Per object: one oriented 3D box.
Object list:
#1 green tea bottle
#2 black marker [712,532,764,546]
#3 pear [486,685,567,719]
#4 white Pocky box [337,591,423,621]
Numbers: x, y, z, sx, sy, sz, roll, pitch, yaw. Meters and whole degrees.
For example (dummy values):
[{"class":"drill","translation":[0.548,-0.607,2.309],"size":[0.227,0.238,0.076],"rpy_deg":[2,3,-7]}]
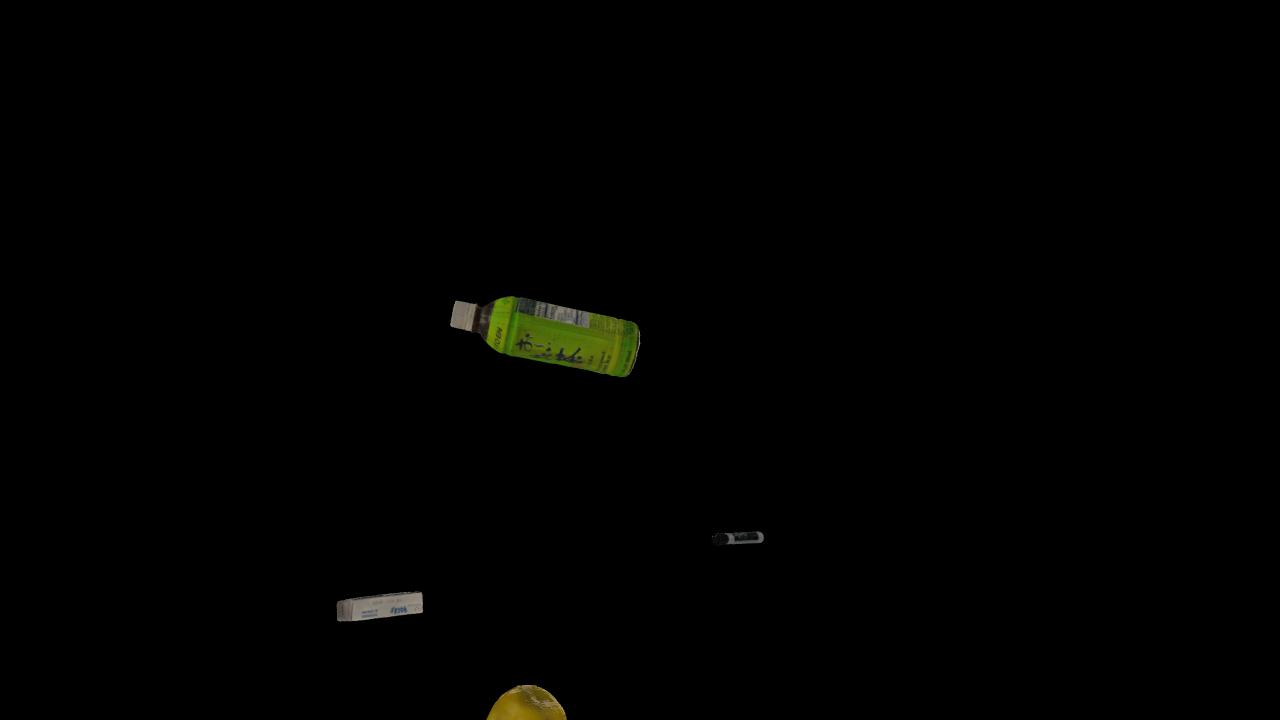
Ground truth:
[{"class":"green tea bottle","translation":[-0.109,-0.032,0.713],"size":[0.212,0.073,0.073],"rpy_deg":[13,-3,-13]},{"class":"black marker","translation":[0.158,0.288,0.994],"size":[0.121,0.020,0.020],"rpy_deg":[13,-9,-43]},{"class":"pear","translation":[-0.118,0.373,0.584],"size":[0.080,0.111,0.080],"rpy_deg":[27,-4,2]},{"class":"white Pocky box","translation":[-0.338,0.317,0.792],"size":[0.084,0.028,0.154],"rpy_deg":[4,-21,-31]}]
